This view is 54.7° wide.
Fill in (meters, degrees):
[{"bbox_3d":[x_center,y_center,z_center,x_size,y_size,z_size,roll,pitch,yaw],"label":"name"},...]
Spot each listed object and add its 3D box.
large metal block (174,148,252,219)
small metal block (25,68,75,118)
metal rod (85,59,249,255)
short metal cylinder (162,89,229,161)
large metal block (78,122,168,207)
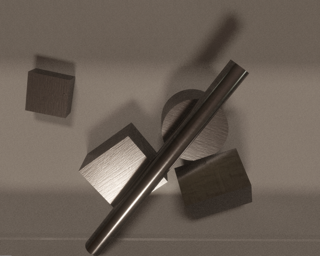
[{"bbox_3d":[0.072,0.076,0.406,0.080,0.050,0.080,-19,149,6],"label":"large metal block"},{"bbox_3d":[-0.139,-0.044,0.393,0.050,0.025,0.050,11,110,-5],"label":"small metal block"},{"bbox_3d":[-0.001,0.047,0.375,0.025,0.025,0.299,34,106,-12],"label":"metal rod"},{"bbox_3d":[0.042,-0.005,0.397,0.081,0.050,0.079,0,110,-1],"label":"short metal cylinder"},{"bbox_3d":[-0.047,0.053,0.417,0.080,0.050,0.080,-35,107,11],"label":"large metal block"}]
